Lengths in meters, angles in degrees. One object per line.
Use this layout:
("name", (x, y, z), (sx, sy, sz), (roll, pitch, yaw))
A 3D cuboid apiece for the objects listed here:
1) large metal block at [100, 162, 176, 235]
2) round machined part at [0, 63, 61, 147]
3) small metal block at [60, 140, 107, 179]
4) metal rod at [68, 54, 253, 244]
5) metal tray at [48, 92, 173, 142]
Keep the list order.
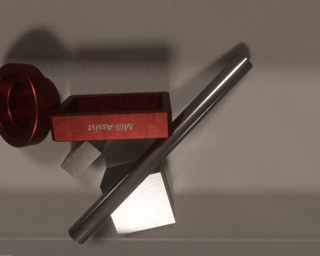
("large metal block", (-0.028, 0.093, 0.432), (0.080, 0.050, 0.080), (-14, 110, 4))
("round machined part", (-0.158, -0.028, 0.373), (0.098, 0.042, 0.097), (6, 100, 35))
("small metal block", (-0.099, 0.031, 0.408), (0.050, 0.050, 0.025), (-43, 105, 14))
("metal rod", (0.001, 0.025, 0.382), (0.025, 0.025, 0.300), (44, 90, -15))
("metal tray", (-0.053, -0.016, 0.369), (0.131, 0.090, 0.030), (-2, 110, 0))
